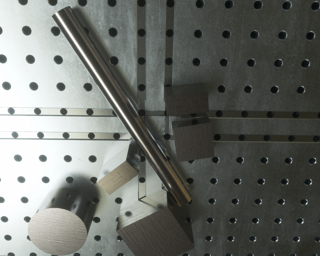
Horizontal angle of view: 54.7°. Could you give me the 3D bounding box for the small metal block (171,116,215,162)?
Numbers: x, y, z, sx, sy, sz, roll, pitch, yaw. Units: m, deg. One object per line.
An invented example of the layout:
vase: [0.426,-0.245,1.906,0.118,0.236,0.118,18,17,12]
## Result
small metal block: [0.045,0.015,0.420,0.050,0.025,0.050,-9,110,3]

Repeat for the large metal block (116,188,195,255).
large metal block: [-0.005,0.146,0.454,0.080,0.050,0.080,-28,108,9]

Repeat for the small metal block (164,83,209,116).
small metal block: [0.032,-0.037,0.387,0.050,0.050,0.025,-6,110,2]

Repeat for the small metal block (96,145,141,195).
small metal block: [-0.055,0.056,0.420,0.050,0.050,0.025,-37,106,12]

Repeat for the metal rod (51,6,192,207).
metal rod: [-0.040,-0.015,0.407,0.025,0.025,0.299,-29,108,10]

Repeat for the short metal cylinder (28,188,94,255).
short metal cylinder: [-0.141,0.135,0.448,0.081,0.050,0.079,0,110,-1]
